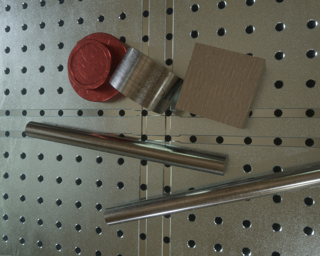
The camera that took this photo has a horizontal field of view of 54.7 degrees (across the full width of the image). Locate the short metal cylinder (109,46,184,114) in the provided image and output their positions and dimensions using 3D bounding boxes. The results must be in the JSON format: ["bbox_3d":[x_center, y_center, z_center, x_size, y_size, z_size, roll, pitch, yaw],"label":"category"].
[{"bbox_3d":[-0.016,-0.060,0.388,0.080,0.080,0.050,36,102,16],"label":"short metal cylinder"}]

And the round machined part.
[{"bbox_3d":[-0.089,-0.086,0.434,0.098,0.042,0.097,0,90,19],"label":"round machined part"}]

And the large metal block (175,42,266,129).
[{"bbox_3d":[0.074,-0.049,0.373,0.080,0.050,0.080,19,96,18],"label":"large metal block"}]

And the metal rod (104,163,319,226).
[{"bbox_3d":[0.066,0.085,0.388,0.301,0.025,0.025,-16,85,18],"label":"metal rod"}]

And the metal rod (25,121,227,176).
[{"bbox_3d":[-0.060,0.024,0.432,0.301,0.025,0.025,9,93,19],"label":"metal rod"}]
